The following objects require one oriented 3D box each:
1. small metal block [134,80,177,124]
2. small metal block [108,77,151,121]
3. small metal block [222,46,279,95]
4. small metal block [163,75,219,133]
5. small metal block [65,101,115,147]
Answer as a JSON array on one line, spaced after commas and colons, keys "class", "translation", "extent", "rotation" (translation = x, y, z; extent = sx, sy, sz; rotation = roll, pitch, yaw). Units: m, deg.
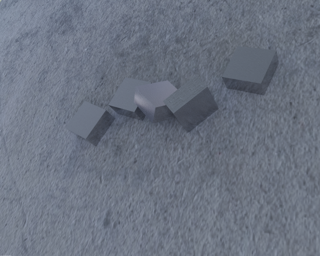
[{"class": "small metal block", "translation": [0.001, -0.036, 0.407], "extent": [0.050, 0.025, 0.050], "rotation": [-15, 45, -30]}, {"class": "small metal block", "translation": [-0.038, -0.043, 0.448], "extent": [0.050, 0.025, 0.050], "rotation": [16, 70, 34]}, {"class": "small metal block", "translation": [0.114, -0.073, 0.388], "extent": [0.050, 0.025, 0.050], "rotation": [17, 71, 34]}, {"class": "small metal block", "translation": [0.039, -0.028, 0.384], "extent": [0.050, 0.050, 0.025], "rotation": [-39, 52, 2]}, {"class": "small metal block", "translation": [-0.104, -0.007, 0.461], "extent": [0.050, 0.025, 0.050], "rotation": [23, 74, 36]}]
